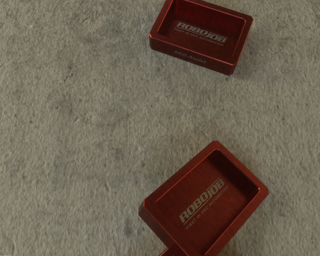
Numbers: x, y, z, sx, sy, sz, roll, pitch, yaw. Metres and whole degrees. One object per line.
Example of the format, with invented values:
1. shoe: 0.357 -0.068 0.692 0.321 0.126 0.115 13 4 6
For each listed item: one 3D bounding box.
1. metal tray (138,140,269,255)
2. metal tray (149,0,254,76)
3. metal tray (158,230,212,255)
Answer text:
1. metal tray: 0.052 0.083 0.354 0.131 0.030 0.090 -36 73 -32
2. metal tray: 0.060 -0.141 0.457 0.131 0.030 0.090 21 71 7
3. metal tray: 0.015 0.189 0.336 0.130 0.030 0.090 -39 75 -14
